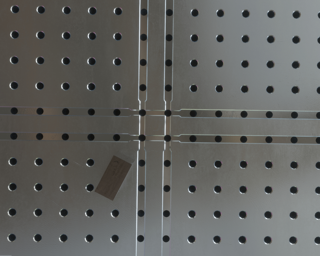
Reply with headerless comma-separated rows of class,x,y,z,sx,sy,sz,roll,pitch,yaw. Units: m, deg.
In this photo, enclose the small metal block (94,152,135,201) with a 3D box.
small metal block,-0.057,0.060,0.400,0.025,0.050,0.050,28,90,0
